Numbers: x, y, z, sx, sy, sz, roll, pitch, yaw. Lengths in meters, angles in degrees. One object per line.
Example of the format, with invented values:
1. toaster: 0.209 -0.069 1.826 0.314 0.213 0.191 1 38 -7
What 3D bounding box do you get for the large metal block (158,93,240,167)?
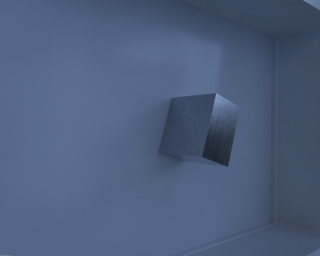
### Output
1. large metal block: 0.051 0.003 0.412 0.050 0.080 0.080 23 76 -38
